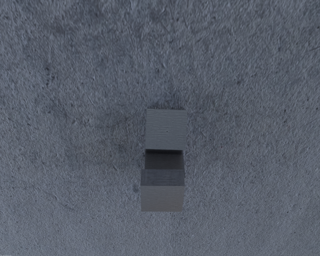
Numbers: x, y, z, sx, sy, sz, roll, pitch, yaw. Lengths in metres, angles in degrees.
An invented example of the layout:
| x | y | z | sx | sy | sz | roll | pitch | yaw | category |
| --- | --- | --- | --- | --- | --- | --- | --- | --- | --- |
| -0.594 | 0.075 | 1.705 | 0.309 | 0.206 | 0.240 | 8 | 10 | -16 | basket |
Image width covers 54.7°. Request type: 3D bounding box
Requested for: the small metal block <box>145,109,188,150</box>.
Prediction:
| x | y | z | sx | sy | sz | roll | pitch | yaw | category |
| --- | --- | --- | --- | --- | --- | --- | --- | --- | --- |
| 0.008 | 0.001 | 0.394 | 0.050 | 0.025 | 0.050 | 2 | 94 | -2 | small metal block |

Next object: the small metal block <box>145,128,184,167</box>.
| x | y | z | sx | sy | sz | roll | pitch | yaw | category |
| --- | --- | --- | --- | --- | --- | --- | --- | --- | --- |
| 0.005 | 0.028 | 0.433 | 0.050 | 0.025 | 0.050 | 2 | 130 | -2 | small metal block |

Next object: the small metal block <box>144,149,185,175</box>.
| x | y | z | sx | sy | sz | roll | pitch | yaw | category |
| --- | --- | --- | --- | --- | --- | --- | --- | --- | --- |
| 0.005 | 0.053 | 0.404 | 0.050 | 0.050 | 0.025 | 2 | 130 | -2 | small metal block |

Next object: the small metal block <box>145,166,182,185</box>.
| x | y | z | sx | sy | sz | roll | pitch | yaw | category |
| --- | --- | --- | --- | --- | --- | --- | --- | --- | --- |
| 0.004 | 0.069 | 0.451 | 0.050 | 0.025 | 0.050 | 2 | 171 | -2 | small metal block |

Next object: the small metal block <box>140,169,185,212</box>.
| x | y | z | sx | sy | sz | roll | pitch | yaw | category |
| --- | --- | --- | --- | --- | --- | --- | --- | --- | --- |
| 0.003 | 0.076 | 0.375 | 0.050 | 0.025 | 0.050 | 1 | 130 | -1 | small metal block |
